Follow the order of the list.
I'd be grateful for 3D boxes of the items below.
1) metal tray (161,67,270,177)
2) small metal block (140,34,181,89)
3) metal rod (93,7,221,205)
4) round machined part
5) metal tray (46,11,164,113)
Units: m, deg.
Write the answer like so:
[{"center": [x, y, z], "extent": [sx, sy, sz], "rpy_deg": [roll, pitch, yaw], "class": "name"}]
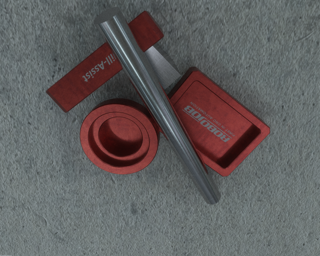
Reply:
[{"center": [0.065, -0.006, 0.407], "extent": [0.130, 0.030, 0.090], "rpy_deg": [36, 106, -13], "class": "metal tray"}, {"center": [-0.005, -0.080, 0.363], "extent": [0.025, 0.050, 0.050], "rpy_deg": [-40, 120, 16], "class": "small metal block"}, {"center": [0.016, 0.003, 0.355], "extent": [0.025, 0.025, 0.299], "rpy_deg": [-25, 130, 8], "class": "metal rod"}, {"center": [-0.049, 0.008, 0.400], "extent": [0.099, 0.042, 0.097], "rpy_deg": [2, 113, 5], "class": "round machined part"}, {"center": [-0.057, -0.077, 0.346], "extent": [0.130, 0.090, 0.030], "rpy_deg": [-35, 107, 12], "class": "metal tray"}]
